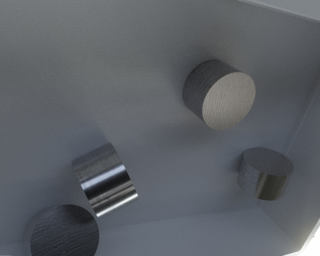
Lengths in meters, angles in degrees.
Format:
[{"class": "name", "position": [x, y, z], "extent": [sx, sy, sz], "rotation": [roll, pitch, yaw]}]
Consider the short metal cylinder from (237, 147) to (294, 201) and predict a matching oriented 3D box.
[{"class": "short metal cylinder", "position": [0.175, 0.075, 0.518], "extent": [0.081, 0.080, 0.050], "rotation": [-8, 122, -25]}]

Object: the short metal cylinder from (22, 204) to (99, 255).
[{"class": "short metal cylinder", "position": [-0.123, 0.137, 0.384], "extent": [0.081, 0.050, 0.080], "rotation": [10, 71, -31]}]

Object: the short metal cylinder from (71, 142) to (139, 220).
[{"class": "short metal cylinder", "position": [-0.066, 0.063, 0.377], "extent": [0.050, 0.080, 0.080], "rotation": [-26, 128, -13]}]

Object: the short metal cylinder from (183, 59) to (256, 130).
[{"class": "short metal cylinder", "position": [0.077, -0.044, 0.409], "extent": [0.081, 0.050, 0.079], "rotation": [-14, 125, -21]}]
